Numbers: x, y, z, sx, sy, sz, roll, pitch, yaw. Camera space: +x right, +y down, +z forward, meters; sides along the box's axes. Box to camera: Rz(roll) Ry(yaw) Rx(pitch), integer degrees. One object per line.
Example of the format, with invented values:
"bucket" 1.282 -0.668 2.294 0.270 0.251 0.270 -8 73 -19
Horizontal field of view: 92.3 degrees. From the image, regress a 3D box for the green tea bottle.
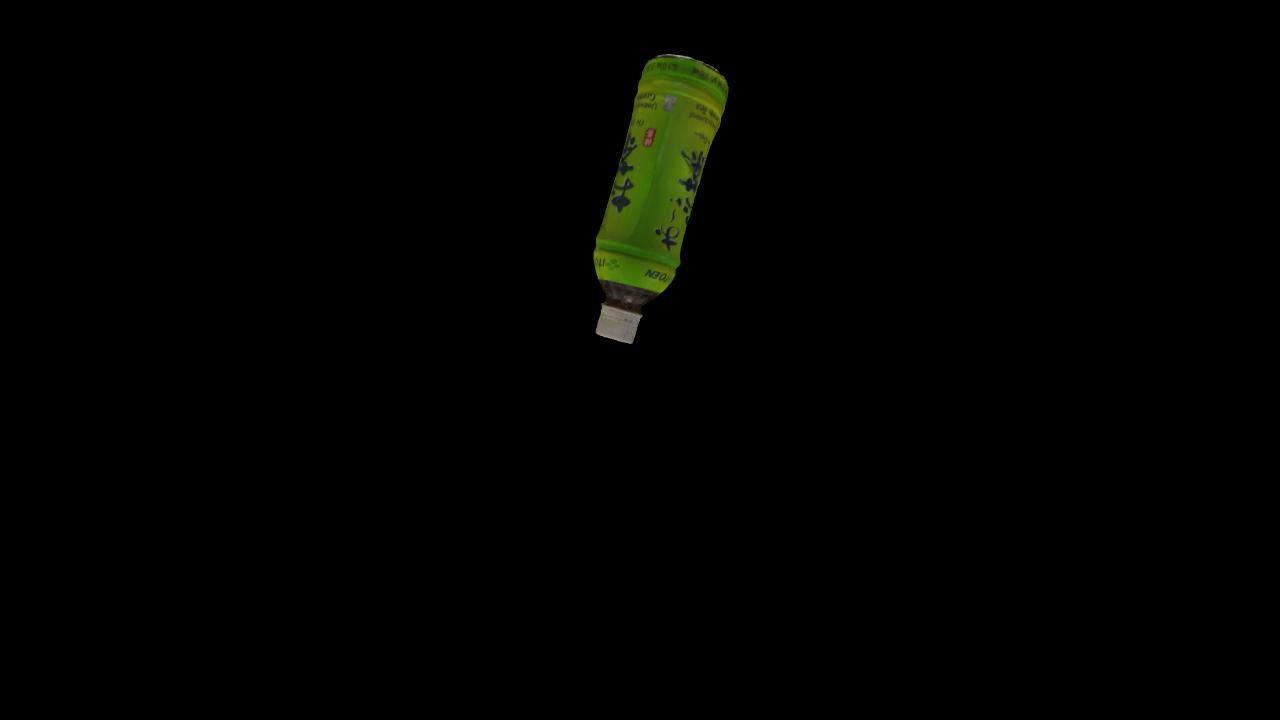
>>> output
"green tea bottle" 0.009 -0.117 0.476 0.073 0.212 0.073 14 5 -1
